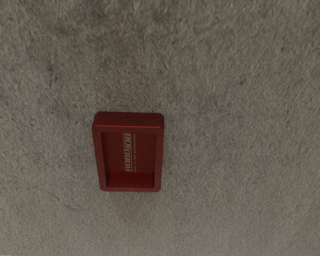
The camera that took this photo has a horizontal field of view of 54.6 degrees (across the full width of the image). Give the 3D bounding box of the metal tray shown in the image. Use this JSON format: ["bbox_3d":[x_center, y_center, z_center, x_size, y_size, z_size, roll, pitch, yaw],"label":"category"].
[{"bbox_3d":[-0.042,0.038,0.435,0.091,0.030,0.129,1,130,-2],"label":"metal tray"}]
